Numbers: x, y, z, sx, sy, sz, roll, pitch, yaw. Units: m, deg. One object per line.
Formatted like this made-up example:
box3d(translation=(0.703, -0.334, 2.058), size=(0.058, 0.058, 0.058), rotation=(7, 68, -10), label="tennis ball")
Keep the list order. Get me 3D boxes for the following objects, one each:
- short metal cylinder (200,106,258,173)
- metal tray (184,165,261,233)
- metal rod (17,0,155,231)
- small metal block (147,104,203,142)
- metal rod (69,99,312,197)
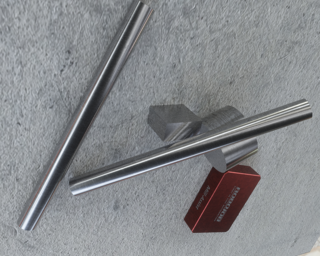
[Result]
box3d(translation=(0.090, 0.015, 0.432), size=(0.050, 0.080, 0.080), rotation=(-27, 128, -12), label="short metal cylinder")
box3d(translation=(0.109, 0.124, 0.543), size=(0.091, 0.030, 0.129), rotation=(12, 112, -34), label="metal tray")
box3d(translation=(-0.092, -0.004, 0.355), size=(0.025, 0.025, 0.298), rotation=(21, 107, -36), label="metal rod")
box3d(translation=(0.018, -0.008, 0.397), size=(0.050, 0.050, 0.025), rotation=(-5, 121, -26), label="small metal block")
box3d(translation=(0.031, 0.026, 0.380), size=(0.301, 0.025, 0.025), rotation=(-19, 129, 6), label="metal rod")
